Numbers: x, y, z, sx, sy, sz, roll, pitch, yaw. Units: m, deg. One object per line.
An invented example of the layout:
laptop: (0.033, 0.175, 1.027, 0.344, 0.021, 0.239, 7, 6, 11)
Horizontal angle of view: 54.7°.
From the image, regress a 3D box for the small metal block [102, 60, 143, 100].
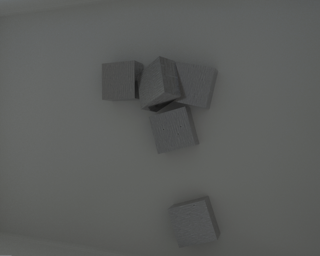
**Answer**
small metal block: (-0.051, -0.064, 0.426, 0.050, 0.025, 0.050, -1, 90, 23)

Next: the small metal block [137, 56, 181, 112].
small metal block: (-0.003, -0.054, 0.392, 0.050, 0.025, 0.050, -31, 59, 46)

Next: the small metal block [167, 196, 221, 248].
small metal block: (0.044, 0.119, 0.395, 0.050, 0.025, 0.050, -19, 84, 18)

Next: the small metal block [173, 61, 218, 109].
small metal block: (0.042, -0.054, 0.395, 0.050, 0.025, 0.050, 14, 95, 18)

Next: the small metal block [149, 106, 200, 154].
small metal block: (0.019, 0.003, 0.403, 0.050, 0.025, 0.050, -15, 85, 19)
